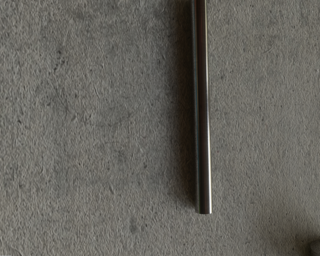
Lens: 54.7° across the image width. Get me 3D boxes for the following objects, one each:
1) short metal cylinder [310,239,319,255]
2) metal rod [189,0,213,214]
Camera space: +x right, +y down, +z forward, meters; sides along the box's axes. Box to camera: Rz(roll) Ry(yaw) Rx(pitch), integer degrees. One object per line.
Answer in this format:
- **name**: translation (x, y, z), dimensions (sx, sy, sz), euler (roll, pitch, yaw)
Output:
- **short metal cylinder**: translation (0.283, 0.214, 0.487), dimensions (0.081, 0.080, 0.050), euler (-5, 92, -20)
- **metal rod**: translation (0.057, -0.032, 0.431), dimensions (0.025, 0.025, 0.298), euler (-2, 91, -20)
